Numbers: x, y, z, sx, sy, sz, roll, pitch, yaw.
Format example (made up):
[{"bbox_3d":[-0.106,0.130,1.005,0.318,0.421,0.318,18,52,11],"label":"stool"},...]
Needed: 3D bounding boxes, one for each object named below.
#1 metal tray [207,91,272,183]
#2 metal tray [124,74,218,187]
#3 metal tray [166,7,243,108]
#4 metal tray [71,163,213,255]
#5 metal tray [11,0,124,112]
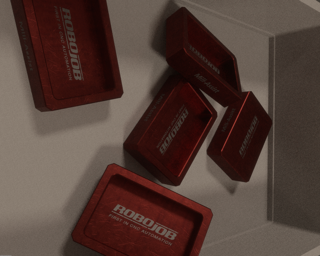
[{"bbox_3d":[0.138,0.014,0.522,0.090,0.030,0.130,45,63,-31],"label":"metal tray"},{"bbox_3d":[0.020,0.001,0.421,0.090,0.030,0.130,47,62,-30],"label":"metal tray"},{"bbox_3d":[0.064,-0.097,0.436,0.131,0.030,0.090,30,47,-36],"label":"metal tray"},{"bbox_3d":[-0.018,0.107,0.343,0.131,0.030,0.090,26,68,-1],"label":"metal tray"},{"bbox_3d":[-0.094,-0.088,0.325,0.091,0.030,0.129,-17,101,-39],"label":"metal tray"}]
